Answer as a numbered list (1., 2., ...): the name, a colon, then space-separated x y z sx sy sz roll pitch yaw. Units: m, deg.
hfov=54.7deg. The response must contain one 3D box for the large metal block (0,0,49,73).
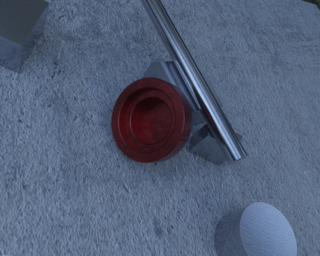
1. large metal block: -0.188 -0.123 0.362 0.080 0.050 0.080 22 53 -15

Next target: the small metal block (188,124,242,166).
1. small metal block: 0.074 0.021 0.416 0.050 0.050 0.025 25 53 -13

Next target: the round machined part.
1. round machined part: -0.006 -0.008 0.369 0.042 0.098 0.098 9 52 -60

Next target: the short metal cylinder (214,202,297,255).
1. short metal cylinder: 0.113 0.135 0.368 0.081 0.050 0.080 14 56 -21

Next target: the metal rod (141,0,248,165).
1. metal rod: 0.031 -0.090 0.413 0.025 0.025 0.299 -13 69 -34

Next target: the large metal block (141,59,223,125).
1. large metal block: 0.027 -0.046 0.433 0.081 0.050 0.080 -12 68 -33
